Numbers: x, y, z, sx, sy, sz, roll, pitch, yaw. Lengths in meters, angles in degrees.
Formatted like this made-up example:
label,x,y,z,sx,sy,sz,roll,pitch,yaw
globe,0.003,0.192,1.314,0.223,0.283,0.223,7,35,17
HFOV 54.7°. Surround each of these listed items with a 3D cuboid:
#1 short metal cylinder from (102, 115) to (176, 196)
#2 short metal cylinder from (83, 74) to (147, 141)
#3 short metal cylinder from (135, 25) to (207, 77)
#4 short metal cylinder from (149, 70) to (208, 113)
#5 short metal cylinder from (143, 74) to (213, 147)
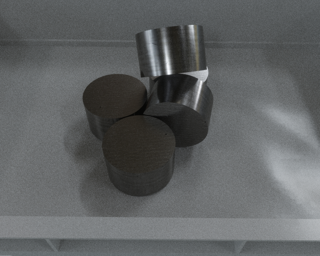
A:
label,x,y,z,sx,sy,sz,roll,pitch,yaw
short metal cylinder,-0.023,0.031,0.359,0.081,0.050,0.080,0,50,0
short metal cylinder,-0.056,-0.026,0.407,0.081,0.050,0.080,0,50,0
short metal cylinder,0.014,-0.091,0.372,0.080,0.050,0.080,-7,10,1
short metal cylinder,0.025,-0.062,0.439,0.081,0.050,0.080,0,50,0
short metal cylinder,0.023,-0.021,0.386,0.080,0.080,0.050,10,51,8
